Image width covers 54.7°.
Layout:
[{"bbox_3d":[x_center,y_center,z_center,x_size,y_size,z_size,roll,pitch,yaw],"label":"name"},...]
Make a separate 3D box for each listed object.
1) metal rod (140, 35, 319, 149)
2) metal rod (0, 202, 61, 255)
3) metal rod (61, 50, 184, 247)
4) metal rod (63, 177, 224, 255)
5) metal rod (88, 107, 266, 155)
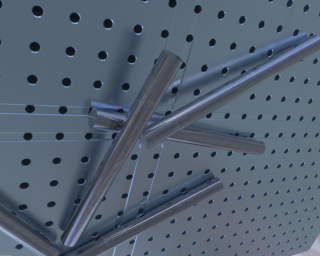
[{"bbox_3d":[0.106,-0.056,0.419,0.302,0.025,0.025,-29,129,-17],"label":"metal rod"},{"bbox_3d":[-0.209,0.076,0.344,0.025,0.025,0.299,-35,129,-6],"label":"metal rod"},{"bbox_3d":[-0.058,0.042,0.380,0.025,0.025,0.298,14,119,-34],"label":"metal rod"},{"bbox_3d":[-0.032,0.154,0.490,0.302,0.025,0.025,-24,128,-14],"label":"metal rod"},{"bbox_3d":[0.045,0.011,0.444,0.302,0.025,0.025,11,113,-33],"label":"metal rod"}]
